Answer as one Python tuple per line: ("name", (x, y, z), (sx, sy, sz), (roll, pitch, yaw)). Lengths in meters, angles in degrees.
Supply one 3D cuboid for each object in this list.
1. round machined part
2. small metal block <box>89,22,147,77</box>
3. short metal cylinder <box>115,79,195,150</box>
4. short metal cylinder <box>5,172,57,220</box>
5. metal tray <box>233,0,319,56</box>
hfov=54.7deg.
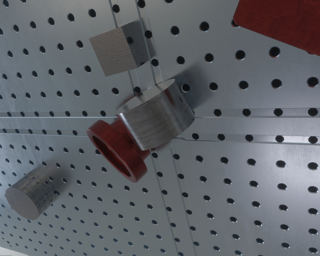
("round machined part", (-0.051, 0.025, 0.425), (0.098, 0.042, 0.098), (40, 159, 19))
("small metal block", (-0.051, -0.095, 0.379), (0.050, 0.025, 0.050), (-8, 115, 31))
("short metal cylinder", (-0.006, -0.017, 0.368), (0.080, 0.080, 0.050), (-19, 108, 35))
("short metal cylinder", (-0.254, 0.134, 0.612), (0.080, 0.050, 0.079), (13, 124, 21))
("metal tray", (0.141, -0.113, 0.264), (0.130, 0.030, 0.089), (25, 128, 12))
